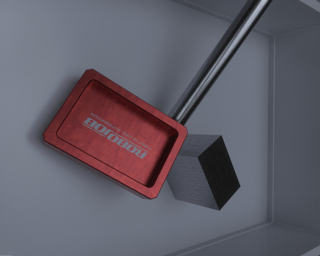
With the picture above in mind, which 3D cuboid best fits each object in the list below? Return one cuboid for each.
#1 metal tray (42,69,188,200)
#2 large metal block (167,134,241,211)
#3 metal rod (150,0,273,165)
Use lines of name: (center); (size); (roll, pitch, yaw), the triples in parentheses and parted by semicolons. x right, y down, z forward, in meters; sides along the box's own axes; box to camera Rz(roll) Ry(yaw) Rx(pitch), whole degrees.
metal tray: (-0.045, 0.008, 0.335); (0.130, 0.030, 0.090); (32, 70, -13)
large metal block: (0.049, 0.055, 0.415); (0.050, 0.080, 0.080); (-37, 113, -34)
metal rod: (0.065, -0.074, 0.381); (0.025, 0.025, 0.299); (31, 96, -36)
